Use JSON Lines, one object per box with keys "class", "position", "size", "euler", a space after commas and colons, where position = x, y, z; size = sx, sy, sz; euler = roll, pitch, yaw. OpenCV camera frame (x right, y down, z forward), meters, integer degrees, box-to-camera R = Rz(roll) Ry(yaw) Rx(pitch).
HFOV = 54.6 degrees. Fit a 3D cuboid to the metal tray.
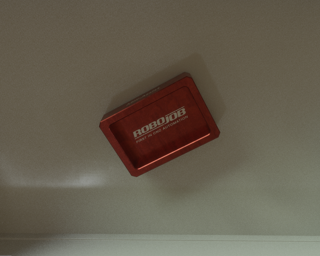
{"class": "metal tray", "position": [0.000, -0.003, 0.404], "size": [0.130, 0.030, 0.090], "euler": [-27, 108, 9]}
